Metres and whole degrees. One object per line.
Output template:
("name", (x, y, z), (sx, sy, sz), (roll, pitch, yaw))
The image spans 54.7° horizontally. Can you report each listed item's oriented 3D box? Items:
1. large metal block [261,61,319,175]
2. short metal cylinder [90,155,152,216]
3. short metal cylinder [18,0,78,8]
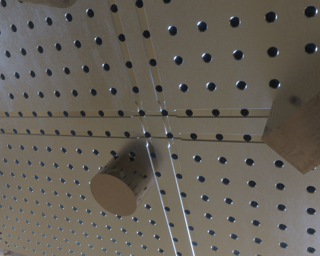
("large metal block", (0.148, -0.016, 0.288), (0.050, 0.080, 0.080), (40, 129, 1))
("short metal cylinder", (-0.060, 0.089, 0.480), (0.080, 0.050, 0.079), (13, 124, 20))
("short metal cylinder", (-0.125, -0.174, 0.332), (0.050, 0.080, 0.079), (16, 125, 19))
